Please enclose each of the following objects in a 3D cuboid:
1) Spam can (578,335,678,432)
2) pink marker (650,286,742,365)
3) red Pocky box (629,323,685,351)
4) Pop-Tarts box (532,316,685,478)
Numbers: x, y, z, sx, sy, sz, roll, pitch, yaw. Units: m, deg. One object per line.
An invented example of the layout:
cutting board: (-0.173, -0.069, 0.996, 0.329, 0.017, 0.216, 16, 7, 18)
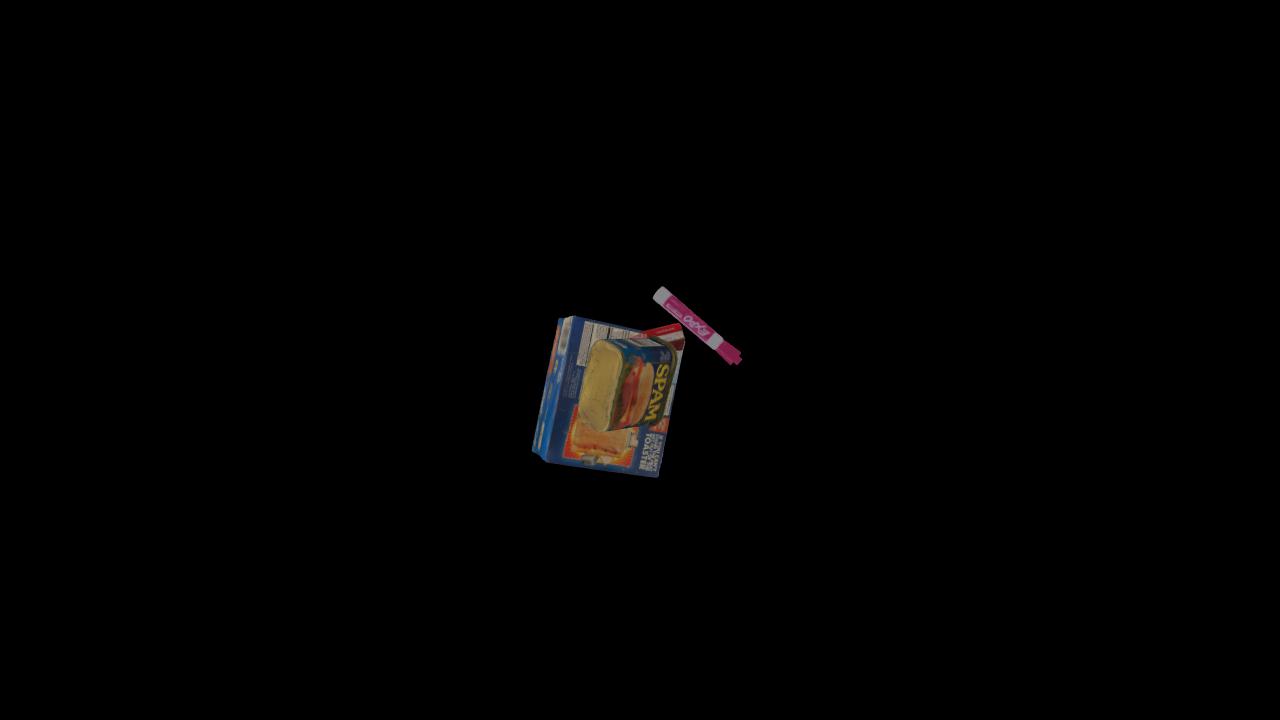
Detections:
Spam can: (-0.014, 0.025, 0.674, 0.085, 0.101, 0.058, -2, 22, -46)
pink marker: (0.065, -0.037, 0.683, 0.121, 0.020, 0.020, 41, 8, 10)
red Pocky box: (0.005, 0.015, 0.765, 0.083, 0.028, 0.155, -14, -30, -13)
Pop-Tarts box: (-0.039, 0.043, 0.734, 0.141, 0.167, 0.083, 11, -1, -20)
